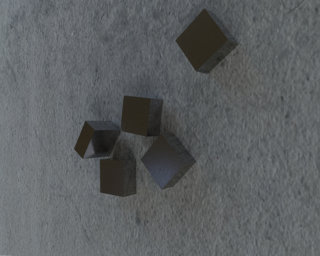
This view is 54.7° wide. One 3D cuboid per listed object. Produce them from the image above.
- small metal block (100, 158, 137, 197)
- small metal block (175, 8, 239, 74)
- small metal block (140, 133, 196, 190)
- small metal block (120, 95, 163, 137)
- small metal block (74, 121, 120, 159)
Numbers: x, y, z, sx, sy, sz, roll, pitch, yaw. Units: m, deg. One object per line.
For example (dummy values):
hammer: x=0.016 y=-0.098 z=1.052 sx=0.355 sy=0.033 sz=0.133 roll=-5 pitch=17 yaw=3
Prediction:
small metal block: x=-0.062 y=0.071 z=0.453 sx=0.050 sy=0.025 sz=0.050 roll=-1 pitch=89 yaw=39
small metal block: x=0.053 y=-0.099 z=0.359 sx=0.050 sy=0.025 sz=0.050 roll=-43 pitch=64 yaw=31
small metal block: x=0.010 y=0.042 z=0.395 sx=0.050 sy=0.025 sz=0.050 roll=-52 pitch=60 yaw=27
small metal block: x=-0.026 y=-0.017 z=0.424 sx=0.050 sy=0.025 sz=0.050 roll=10 pitch=97 yaw=39
small metal block: x=-0.093 y=0.017 z=0.463 sx=0.025 sy=0.050 sz=0.050 roll=40 pitch=114 yaw=32
